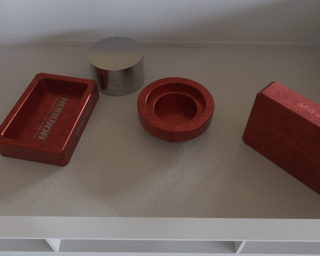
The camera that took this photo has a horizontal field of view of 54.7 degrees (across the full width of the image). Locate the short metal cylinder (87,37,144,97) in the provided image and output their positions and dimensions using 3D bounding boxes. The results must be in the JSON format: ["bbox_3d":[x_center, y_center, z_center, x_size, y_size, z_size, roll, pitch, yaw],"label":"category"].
[{"bbox_3d":[-0.064,-0.093,0.466,0.081,0.050,0.080,0,50,0],"label":"short metal cylinder"}]

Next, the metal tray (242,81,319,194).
[{"bbox_3d":[0.163,0.016,0.351,0.030,0.089,0.130,-37,60,-27],"label":"metal tray"}]

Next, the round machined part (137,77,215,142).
[{"bbox_3d":[0.020,-0.020,0.411,0.099,0.042,0.098,0,50,0],"label":"round machined part"}]

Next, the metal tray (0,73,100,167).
[{"bbox_3d":[-0.145,-0.017,0.413,0.090,0.030,0.130,9,50,7],"label":"metal tray"}]
